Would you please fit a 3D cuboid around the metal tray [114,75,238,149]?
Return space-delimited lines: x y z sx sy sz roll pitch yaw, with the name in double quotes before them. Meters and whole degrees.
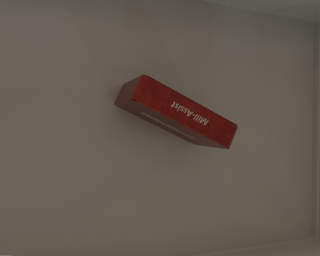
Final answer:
"metal tray" 0.017 -0.016 0.380 0.131 0.090 0.030 26 81 -19
